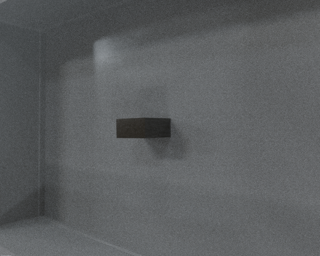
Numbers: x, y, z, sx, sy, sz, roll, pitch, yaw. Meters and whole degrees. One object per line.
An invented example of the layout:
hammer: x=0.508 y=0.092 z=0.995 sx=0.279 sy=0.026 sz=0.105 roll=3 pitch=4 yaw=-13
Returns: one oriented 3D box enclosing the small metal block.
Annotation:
small metal block: x=-0.021 y=0.000 z=0.406 sx=0.050 sy=0.050 sz=0.025 roll=-1 pitch=90 yaw=39
